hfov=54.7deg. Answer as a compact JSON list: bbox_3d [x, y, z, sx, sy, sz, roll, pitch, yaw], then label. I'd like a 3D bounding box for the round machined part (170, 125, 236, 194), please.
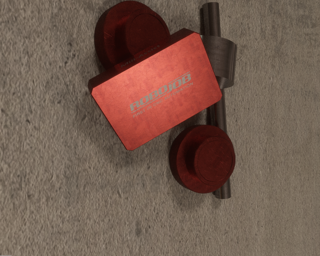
[{"bbox_3d":[0.067,0.044,0.436,0.099,0.042,0.097,-1,92,-25],"label":"round machined part"}]

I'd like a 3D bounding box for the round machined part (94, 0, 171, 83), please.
[{"bbox_3d":[-0.025,-0.104,0.374,0.099,0.042,0.097,0,90,-40],"label":"round machined part"}]

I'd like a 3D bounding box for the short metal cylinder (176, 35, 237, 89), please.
[{"bbox_3d":[0.062,-0.087,0.423,0.081,0.080,0.050,11,83,-40],"label":"short metal cylinder"}]

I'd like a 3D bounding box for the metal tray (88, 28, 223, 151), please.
[{"bbox_3d":[-0.003,-0.043,0.353,0.131,0.030,0.090,-30,121,-4],"label":"metal tray"}]

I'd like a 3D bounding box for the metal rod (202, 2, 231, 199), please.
[{"bbox_3d":[0.089,-0.039,0.481,0.025,0.025,0.298,-8,95,-40],"label":"metal rod"}]
